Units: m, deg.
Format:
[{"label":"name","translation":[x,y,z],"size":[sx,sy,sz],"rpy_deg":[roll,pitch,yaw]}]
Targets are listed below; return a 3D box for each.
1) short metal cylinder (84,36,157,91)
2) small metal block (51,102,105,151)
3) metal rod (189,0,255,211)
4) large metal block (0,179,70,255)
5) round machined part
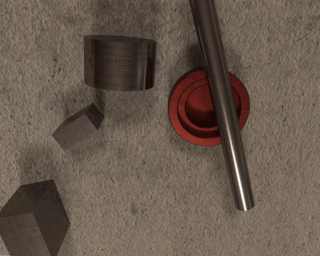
[{"label":"short metal cylinder","translation":[-0.045,-0.076,0.352],"size":[0.081,0.080,0.050],"rpy_deg":[4,110,-2]},{"label":"small metal block","translation":[-0.103,-0.003,0.394],"size":[0.050,0.050,0.025],"rpy_deg":[-31,108,10]},{"label":"metal rod","translation":[0.071,-0.035,0.353],"size":[0.025,0.025,0.298],"rpy_deg":[-15,110,5]},{"label":"large metal block","translation":[-0.170,0.129,0.426],"size":[0.050,0.080,0.079],"rpy_deg":[-11,110,4]},{"label":"round machined part","translation":[0.059,-0.030,0.391],"size":[0.099,0.042,0.097],"rpy_deg":[0,110,-1]}]
